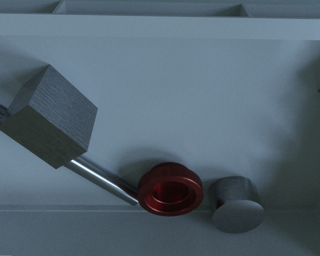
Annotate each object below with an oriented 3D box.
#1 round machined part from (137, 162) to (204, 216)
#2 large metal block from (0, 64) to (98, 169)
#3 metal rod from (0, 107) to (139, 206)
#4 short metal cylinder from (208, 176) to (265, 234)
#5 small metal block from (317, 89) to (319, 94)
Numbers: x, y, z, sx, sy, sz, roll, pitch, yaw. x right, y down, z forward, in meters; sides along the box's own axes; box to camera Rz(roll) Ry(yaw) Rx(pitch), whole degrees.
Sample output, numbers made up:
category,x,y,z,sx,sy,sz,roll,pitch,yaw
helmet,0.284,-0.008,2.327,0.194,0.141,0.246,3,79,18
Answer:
category,x,y,z,sx,sy,sz,roll,pitch,yaw
round machined part,0.015,0.090,0.475,0.099,0.042,0.097,-1,130,0
large metal block,-0.124,-0.013,0.360,0.050,0.080,0.080,-29,125,22
metal rod,-0.143,0.035,0.436,0.025,0.025,0.301,-37,122,26
short metal cylinder,0.120,0.123,0.495,0.081,0.050,0.079,-1,125,-1
small metal block,0.224,-0.038,0.364,0.050,0.050,0.025,-37,121,27
